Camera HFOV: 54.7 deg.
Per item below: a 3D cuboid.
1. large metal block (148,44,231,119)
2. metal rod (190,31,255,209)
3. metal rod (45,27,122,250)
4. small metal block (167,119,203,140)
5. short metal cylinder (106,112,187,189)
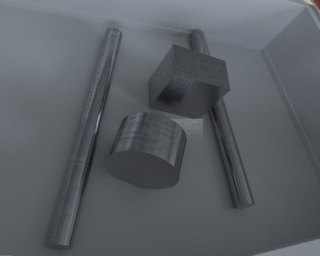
[{"bbox_3d":[0.037,-0.060,0.429,0.081,0.080,0.050,12,57,-22],"label":"large metal block"},{"bbox_3d":[0.088,-0.029,0.472,0.025,0.025,0.299,4,60,-27],"label":"metal rod"},{"bbox_3d":[-0.081,-0.013,0.371,0.025,0.025,0.300,19,54,-18],"label":"metal rod"},{"bbox_3d":[0.020,0.000,0.398,0.050,0.050,0.025,0,92,-29],"label":"small metal block"},{"bbox_3d":[-0.013,0.027,0.348,0.080,0.080,0.050,25,53,-14],"label":"short metal cylinder"}]
